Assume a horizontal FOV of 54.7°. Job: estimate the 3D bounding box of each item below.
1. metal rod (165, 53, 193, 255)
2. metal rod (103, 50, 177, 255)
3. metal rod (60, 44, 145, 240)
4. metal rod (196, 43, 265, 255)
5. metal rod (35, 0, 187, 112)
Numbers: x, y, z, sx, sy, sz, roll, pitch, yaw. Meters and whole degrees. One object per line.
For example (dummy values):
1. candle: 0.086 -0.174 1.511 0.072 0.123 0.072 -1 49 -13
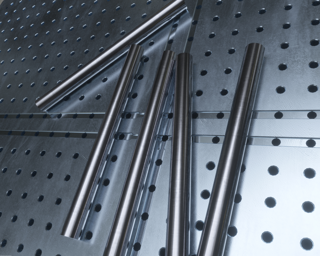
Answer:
1. metal rod: 0.026 0.029 0.375 0.025 0.025 0.299 -9 58 23
2. metal rod: -0.019 0.023 0.402 0.025 0.025 0.300 0 62 28
3. metal rod: -0.074 0.003 0.443 0.025 0.025 0.300 2 62 28
4. metal rod: 0.081 0.028 0.347 0.025 0.025 0.300 5 64 30
5. metal rod: -0.085 -0.124 0.526 0.300 0.025 0.025 -35 52 4
